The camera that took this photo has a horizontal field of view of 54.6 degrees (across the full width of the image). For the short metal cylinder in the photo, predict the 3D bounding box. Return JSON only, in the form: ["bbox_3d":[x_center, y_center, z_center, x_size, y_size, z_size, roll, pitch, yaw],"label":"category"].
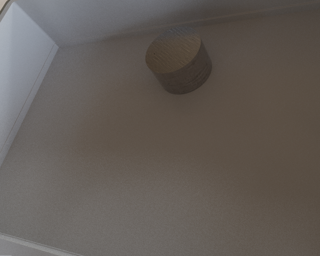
[{"bbox_3d":[0.027,-0.094,0.434,0.080,0.050,0.080,-13,56,21],"label":"short metal cylinder"}]
